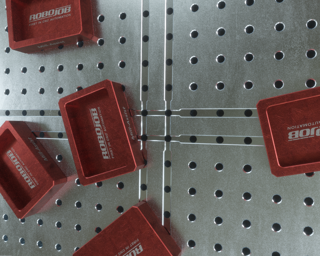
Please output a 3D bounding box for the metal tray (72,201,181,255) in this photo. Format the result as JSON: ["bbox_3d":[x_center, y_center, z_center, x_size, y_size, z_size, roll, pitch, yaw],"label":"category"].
[{"bbox_3d":[-0.048,0.175,0.426,0.130,0.030,0.090,-41,78,15],"label":"metal tray"}]

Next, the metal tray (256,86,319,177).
[{"bbox_3d":[0.183,-0.001,0.345,0.130,0.030,0.089,-13,86,19],"label":"metal tray"}]

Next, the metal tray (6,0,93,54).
[{"bbox_3d":[-0.169,-0.170,0.467,0.130,0.030,0.089,-6,88,19],"label":"metal tray"}]

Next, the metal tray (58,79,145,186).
[{"bbox_3d":[-0.084,0.007,0.438,0.090,0.030,0.129,-19,84,18],"label":"metal tray"}]

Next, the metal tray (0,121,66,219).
[{"bbox_3d":[-0.218,0.063,0.484,0.090,0.030,0.130,-45,77,14],"label":"metal tray"}]
